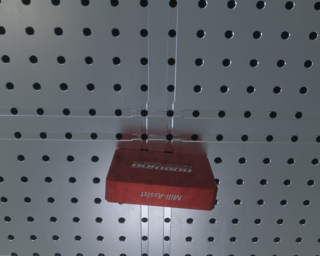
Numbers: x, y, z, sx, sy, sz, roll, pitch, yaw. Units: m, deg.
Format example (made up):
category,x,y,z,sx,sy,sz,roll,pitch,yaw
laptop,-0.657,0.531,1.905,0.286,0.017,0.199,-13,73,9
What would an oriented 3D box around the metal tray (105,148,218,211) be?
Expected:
category,x,y,z,sx,sy,sz,roll,pitch,yaw
metal tray,0.001,0.063,0.401,0.131,0.090,0.030,5,110,-2
